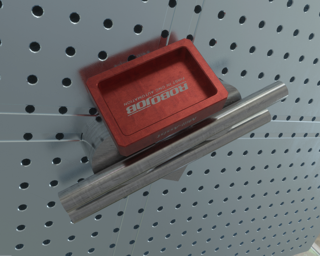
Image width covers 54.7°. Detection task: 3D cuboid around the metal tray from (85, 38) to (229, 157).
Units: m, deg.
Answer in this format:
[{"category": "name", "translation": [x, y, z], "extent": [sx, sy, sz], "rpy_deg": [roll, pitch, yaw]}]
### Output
[{"category": "metal tray", "translation": [-0.003, -0.037, 0.344], "extent": [0.131, 0.090, 0.030], "rpy_deg": [-26, 160, -13]}]

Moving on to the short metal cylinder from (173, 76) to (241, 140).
[{"category": "short metal cylinder", "translation": [0.060, -0.030, 0.412], "extent": [0.081, 0.050, 0.079], "rpy_deg": [-14, 125, -21]}]

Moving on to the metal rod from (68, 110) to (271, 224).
[{"category": "metal rod", "translation": [0.021, 0.044, 0.418], "extent": [0.302, 0.025, 0.025], "rpy_deg": [-26, 128, -13]}]

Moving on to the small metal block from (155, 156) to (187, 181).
[{"category": "small metal block", "translation": [0.013, 0.047, 0.448], "extent": [0.050, 0.025, 0.050], "rpy_deg": [16, 110, -35]}]

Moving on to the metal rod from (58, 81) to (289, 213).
[{"category": "metal rod", "translation": [0.026, 0.016, 0.371], "extent": [0.302, 0.025, 0.025], "rpy_deg": [-27, 128, -12]}]

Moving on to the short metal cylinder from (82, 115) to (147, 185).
[{"category": "short metal cylinder", "translation": [-0.051, 0.024, 0.383], "extent": [0.081, 0.050, 0.079], "rpy_deg": [-14, 125, -21]}]
